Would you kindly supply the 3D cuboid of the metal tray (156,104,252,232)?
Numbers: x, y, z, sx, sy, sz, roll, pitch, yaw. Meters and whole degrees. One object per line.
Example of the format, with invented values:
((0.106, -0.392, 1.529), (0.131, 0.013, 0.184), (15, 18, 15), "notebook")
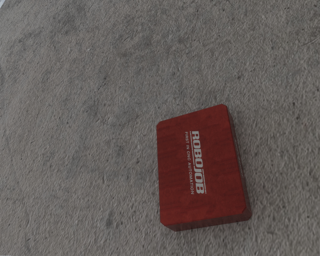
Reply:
((0.045, 0.043, 0.352), (0.090, 0.030, 0.130), (-16, 55, 19), "metal tray")
